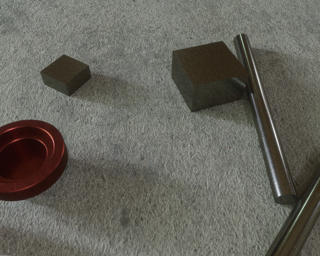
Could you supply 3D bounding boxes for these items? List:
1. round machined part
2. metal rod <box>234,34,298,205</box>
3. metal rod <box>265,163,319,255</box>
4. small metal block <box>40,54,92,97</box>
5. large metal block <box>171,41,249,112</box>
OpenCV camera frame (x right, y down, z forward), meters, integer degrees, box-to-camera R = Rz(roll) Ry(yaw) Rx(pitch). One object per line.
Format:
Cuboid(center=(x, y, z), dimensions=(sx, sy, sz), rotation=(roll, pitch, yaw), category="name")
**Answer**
Cuboid(center=(-0.156, 0.040, 0.356), dimensions=(0.099, 0.042, 0.098), rotation=(0, 50, 0), category="round machined part")
Cuboid(center=(0.139, -0.037, 0.435), dimensions=(0.025, 0.025, 0.300), rotation=(0, 50, 0), category="metal rod")
Cuboid(center=(0.158, 0.087, 0.331), dimensions=(0.025, 0.025, 0.301), rotation=(33, 57, 24), category="metal rod")
Cuboid(center=(-0.142, -0.080, 0.469), dimensions=(0.050, 0.025, 0.050), rotation=(26, 54, 19), category="small metal block")
Cuboid(center=(0.069, -0.077, 0.452), dimensions=(0.081, 0.050, 0.080), rotation=(-15, 52, -12), category="large metal block")
